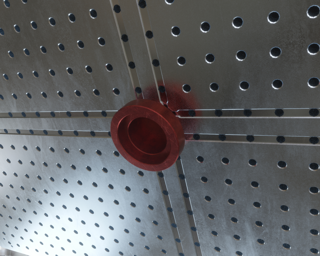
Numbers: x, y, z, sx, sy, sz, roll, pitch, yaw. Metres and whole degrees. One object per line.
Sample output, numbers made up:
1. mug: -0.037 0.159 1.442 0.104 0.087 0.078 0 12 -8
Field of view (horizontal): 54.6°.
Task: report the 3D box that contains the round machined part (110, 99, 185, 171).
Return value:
1. round machined part: -0.013 0.006 0.410 0.098 0.042 0.097 13 124 21
